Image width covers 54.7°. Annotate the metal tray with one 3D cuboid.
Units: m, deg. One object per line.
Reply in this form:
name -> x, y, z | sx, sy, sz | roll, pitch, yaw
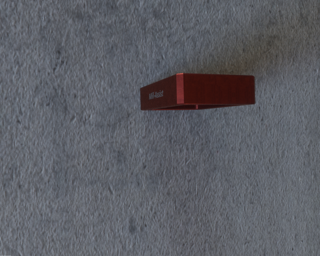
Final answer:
metal tray -> 0.038, -0.039, 0.368 | 0.091, 0.130, 0.030 | -2, 91, -20
